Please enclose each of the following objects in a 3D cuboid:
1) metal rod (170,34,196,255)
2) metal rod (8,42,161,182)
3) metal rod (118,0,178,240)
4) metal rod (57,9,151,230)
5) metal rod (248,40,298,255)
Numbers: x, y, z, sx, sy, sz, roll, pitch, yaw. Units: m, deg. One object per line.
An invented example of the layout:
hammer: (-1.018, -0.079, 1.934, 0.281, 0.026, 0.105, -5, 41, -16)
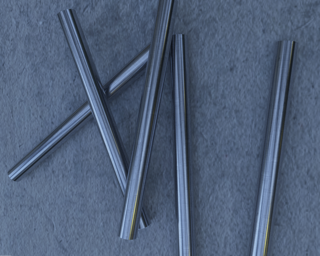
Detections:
metal rod: (0.029, 0.032, 0.397, 0.025, 0.025, 0.298, -2, 89, 19)
metal rod: (-0.115, -0.016, 0.448, 0.300, 0.025, 0.025, -39, 78, 15)
metal rod: (-0.015, -0.011, 0.387, 0.025, 0.025, 0.298, 10, 91, 19)
metal rod: (-0.073, -0.009, 0.411, 0.025, 0.025, 0.298, -19, 92, 19)
metal rod: (0.129, 0.050, 0.363, 0.025, 0.025, 0.298, 7, 92, 19)
